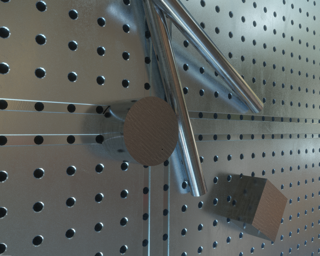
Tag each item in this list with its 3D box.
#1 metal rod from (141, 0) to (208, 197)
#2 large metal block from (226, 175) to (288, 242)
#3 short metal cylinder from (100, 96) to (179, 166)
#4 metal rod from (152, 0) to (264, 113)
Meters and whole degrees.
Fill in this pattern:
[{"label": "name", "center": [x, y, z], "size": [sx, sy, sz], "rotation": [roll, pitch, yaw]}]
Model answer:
[{"label": "metal rod", "center": [0.020, -0.046, 0.425], "size": [0.025, 0.025, 0.298], "rotation": [-24, 106, -37]}, {"label": "large metal block", "center": [0.169, 0.138, 0.535], "size": [0.080, 0.050, 0.080], "rotation": [41, 65, -33]}, {"label": "short metal cylinder", "center": [-0.024, 0.004, 0.373], "size": [0.081, 0.050, 0.079], "rotation": [0, 90, -40]}, {"label": "metal rod", "center": [0.081, -0.104, 0.457], "size": [0.301, 0.025, 0.025], "rotation": [36, 68, -40]}]
